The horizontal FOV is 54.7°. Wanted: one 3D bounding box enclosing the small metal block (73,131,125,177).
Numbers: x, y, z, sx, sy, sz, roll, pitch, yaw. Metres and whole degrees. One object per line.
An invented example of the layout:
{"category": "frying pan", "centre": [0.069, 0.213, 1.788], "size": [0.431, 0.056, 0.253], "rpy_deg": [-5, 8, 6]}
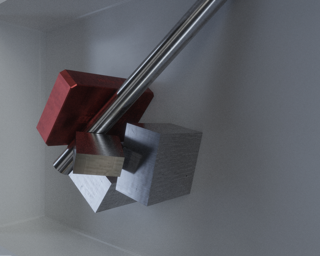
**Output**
{"category": "small metal block", "centre": [-0.070, 0.029, 0.348], "size": [0.050, 0.050, 0.025], "rpy_deg": [-119, 40, -60]}

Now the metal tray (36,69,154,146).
{"category": "metal tray", "centre": [-0.079, -0.022, 0.399], "size": [0.030, 0.131, 0.089], "rpy_deg": [48, 120, 30]}

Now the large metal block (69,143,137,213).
{"category": "large metal block", "centre": [-0.068, 0.061, 0.425], "size": [0.080, 0.081, 0.050], "rpy_deg": [44, 116, 31]}

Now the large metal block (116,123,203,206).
{"category": "large metal block", "centre": [0.000, 0.039, 0.368], "size": [0.050, 0.081, 0.079], "rpy_deg": [17, 101, 38]}

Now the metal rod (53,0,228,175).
{"category": "metal rod", "centre": [-0.022, -0.057, 0.363], "size": [0.299, 0.025, 0.025], "rpy_deg": [-47, 61, 10]}
